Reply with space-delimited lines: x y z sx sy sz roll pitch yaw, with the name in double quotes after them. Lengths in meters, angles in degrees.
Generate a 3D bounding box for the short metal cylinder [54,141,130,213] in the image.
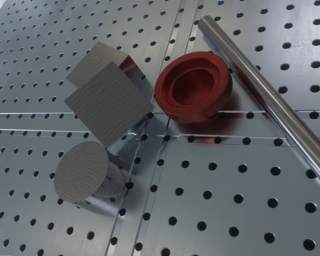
-0.087 0.064 0.399 0.080 0.050 0.080 -13 56 21 "short metal cylinder"

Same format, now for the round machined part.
0.046 -0.048 0.403 0.098 0.042 0.098 -13 56 21 "round machined part"

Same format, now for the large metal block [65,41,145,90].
-0.086 -0.081 0.487 0.080 0.050 0.080 32 79 38 "large metal block"

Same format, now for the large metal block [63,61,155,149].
-0.066 -0.028 0.413 0.080 0.050 0.080 -42 90 -9 "large metal block"

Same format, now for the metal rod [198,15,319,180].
0.119 -0.052 0.377 0.025 0.025 0.300 -31 52 8 "metal rod"
